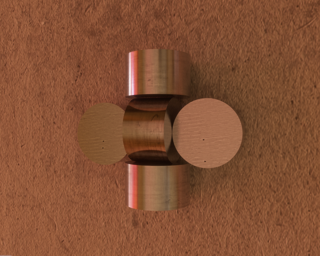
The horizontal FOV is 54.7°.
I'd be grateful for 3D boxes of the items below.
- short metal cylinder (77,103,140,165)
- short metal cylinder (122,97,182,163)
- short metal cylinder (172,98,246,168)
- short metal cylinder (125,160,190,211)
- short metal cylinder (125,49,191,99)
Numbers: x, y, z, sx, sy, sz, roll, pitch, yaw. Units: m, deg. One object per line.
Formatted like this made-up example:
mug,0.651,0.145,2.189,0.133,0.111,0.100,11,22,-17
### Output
short metal cylinder,-0.063,0.007,0.419,0.080,0.050,0.080,0,90,19
short metal cylinder,-0.006,0.002,0.383,0.050,0.080,0.080,1,90,20
short metal cylinder,0.061,0.006,0.375,0.080,0.050,0.080,0,90,20
short metal cylinder,-0.003,0.067,0.383,0.080,0.080,0.050,0,90,20
short metal cylinder,-0.002,-0.063,0.382,0.080,0.080,0.050,0,90,20
